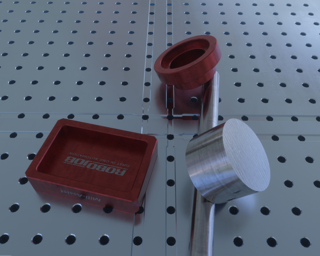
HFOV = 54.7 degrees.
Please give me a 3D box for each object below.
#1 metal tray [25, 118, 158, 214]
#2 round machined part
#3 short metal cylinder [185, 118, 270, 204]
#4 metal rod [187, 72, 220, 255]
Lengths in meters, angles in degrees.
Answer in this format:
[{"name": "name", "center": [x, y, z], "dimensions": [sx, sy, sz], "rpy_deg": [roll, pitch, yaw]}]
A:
[{"name": "metal tray", "center": [-0.076, 0.041, 0.368], "dimensions": [0.131, 0.030, 0.090], "rpy_deg": [11, 51, 9]}, {"name": "round machined part", "center": [0.044, -0.093, 0.458], "dimensions": [0.098, 0.042, 0.098], "rpy_deg": [-20, 35, 15]}, {"name": "short metal cylinder", "center": [0.074, 0.036, 0.335], "dimensions": [0.080, 0.050, 0.080], "rpy_deg": [26, 49, -34]}, {"name": "metal rod", "center": [0.057, 0.034, 0.378], "dimensions": [0.025, 0.025, 0.300], "rpy_deg": [7, 50, 5]}]
